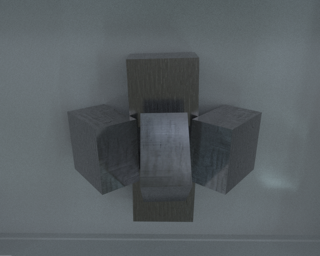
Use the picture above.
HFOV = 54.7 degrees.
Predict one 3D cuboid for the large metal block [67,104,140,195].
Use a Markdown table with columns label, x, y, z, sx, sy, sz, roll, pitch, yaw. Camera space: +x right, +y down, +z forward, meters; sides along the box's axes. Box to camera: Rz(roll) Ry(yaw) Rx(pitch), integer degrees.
| label | x | y | z | sx | sy | sz | roll | pitch | yaw |
| --- | --- | --- | --- | --- | --- | --- | --- | --- | --- |
| large metal block | -0.070 | 0.022 | 0.380 | 0.050 | 0.080 | 0.079 | -16 | 115 | -33 |

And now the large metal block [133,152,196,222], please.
| label | x | y | z | sx | sy | sz | roll | pitch | yaw |
| --- | --- | --- | --- | --- | --- | --- | --- | --- | --- |
| large metal block | 0.005 | 0.080 | 0.426 | 0.081 | 0.050 | 0.079 | 1 | 110 | -1 |

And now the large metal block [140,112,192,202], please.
| label | x | y | z | sx | sy | sz | roll | pitch | yaw |
| --- | --- | --- | --- | --- | --- | --- | --- | --- | --- |
| large metal block | 0.005 | 0.036 | 0.351 | 0.050 | 0.080 | 0.080 | -1 | 66 | -1 |

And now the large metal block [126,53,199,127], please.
| label | x | y | z | sx | sy | sz | roll | pitch | yaw |
| --- | --- | --- | --- | --- | --- | --- | --- | --- | --- |
| large metal block | 0.004 | -0.048 | 0.376 | 0.080 | 0.050 | 0.079 | -1 | 110 | 0 |

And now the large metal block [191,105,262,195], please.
| label | x | y | z | sx | sy | sz | roll | pitch | yaw |
| --- | --- | --- | --- | --- | --- | --- | --- | --- | --- |
| large metal block | 0.081 | 0.022 | 0.382 | 0.050 | 0.081 | 0.079 | 17 | 116 | 35 |
